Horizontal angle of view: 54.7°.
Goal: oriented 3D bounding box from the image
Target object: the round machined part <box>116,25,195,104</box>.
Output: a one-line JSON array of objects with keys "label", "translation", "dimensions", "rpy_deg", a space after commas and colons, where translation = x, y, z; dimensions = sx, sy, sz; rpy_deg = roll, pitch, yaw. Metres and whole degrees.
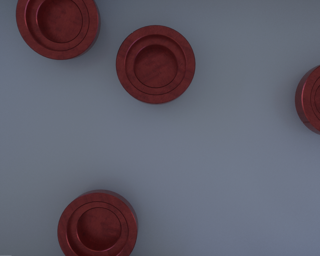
[{"label": "round machined part", "translation": [-0.005, -0.079, 0.403], "dimensions": [0.099, 0.042, 0.097], "rpy_deg": [0, 90, 0]}]

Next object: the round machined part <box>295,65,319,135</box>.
[{"label": "round machined part", "translation": [0.225, -0.037, 0.404], "dimensions": [0.099, 0.042, 0.097], "rpy_deg": [0, 90, 0]}]

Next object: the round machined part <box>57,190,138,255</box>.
[{"label": "round machined part", "translation": [-0.077, 0.128, 0.402], "dimensions": [0.099, 0.042, 0.097], "rpy_deg": [0, 90, 0]}]

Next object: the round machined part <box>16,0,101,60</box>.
[{"label": "round machined part", "translation": [-0.125, -0.137, 0.395], "dimensions": [0.099, 0.042, 0.097], "rpy_deg": [-1, 103, -2]}]
